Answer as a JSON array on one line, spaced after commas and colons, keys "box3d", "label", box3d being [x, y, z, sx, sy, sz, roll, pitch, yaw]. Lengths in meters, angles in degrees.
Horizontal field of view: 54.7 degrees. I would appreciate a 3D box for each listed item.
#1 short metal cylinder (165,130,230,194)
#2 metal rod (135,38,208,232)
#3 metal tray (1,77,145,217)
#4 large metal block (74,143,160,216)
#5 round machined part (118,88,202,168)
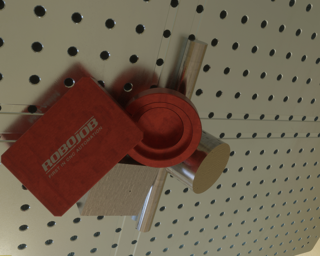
[{"box3d": [0.054, 0.045, 0.435, 0.081, 0.050, 0.079, -31, 138, -33], "label": "short metal cylinder"}, {"box3d": [0.009, 0.027, 0.434, 0.025, 0.025, 0.298, 1, 118, -29], "label": "metal rod"}, {"box3d": [-0.092, 0.020, 0.338, 0.130, 0.030, 0.090, -44, 91, 2], "label": "metal tray"}, {"box3d": [-0.059, 0.066, 0.404, 0.081, 0.050, 0.079, 11, 113, -33], "label": "large metal block"}, {"box3d": [0.000, -0.003, 0.382, 0.099, 0.042, 0.097, 0, 115, 0], "label": "round machined part"}]
